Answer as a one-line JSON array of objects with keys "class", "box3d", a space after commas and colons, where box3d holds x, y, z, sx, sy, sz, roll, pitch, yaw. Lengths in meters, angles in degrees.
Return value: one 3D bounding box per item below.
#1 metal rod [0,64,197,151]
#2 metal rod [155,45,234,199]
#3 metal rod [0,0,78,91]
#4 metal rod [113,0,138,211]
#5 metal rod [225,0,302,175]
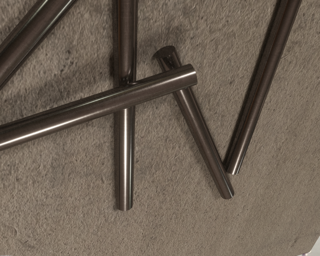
[{"class": "metal rod", "box3d": [-0.104, -0.010, 0.322, 0.302, 0.025, 0.025, -20, 127, -9]}, {"class": "metal rod", "box3d": [0.062, 0.014, 0.451, 0.025, 0.025, 0.299, -34, 129, -6]}, {"class": "metal rod", "box3d": [-0.104, -0.106, 0.285, 0.300, 0.025, 0.025, -47, 130, 5]}, {"class": "metal rod", "box3d": [-0.042, -0.017, 0.374, 0.025, 0.025, 0.298, -10, 123, -23]}, {"class": "metal rod", "box3d": [0.147, -0.060, 0.452, 0.025, 0.025, 0.298, -3, 120, -28]}]
